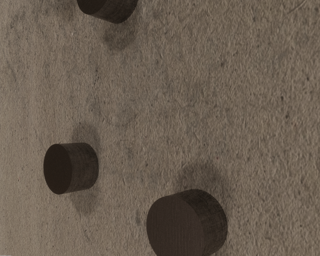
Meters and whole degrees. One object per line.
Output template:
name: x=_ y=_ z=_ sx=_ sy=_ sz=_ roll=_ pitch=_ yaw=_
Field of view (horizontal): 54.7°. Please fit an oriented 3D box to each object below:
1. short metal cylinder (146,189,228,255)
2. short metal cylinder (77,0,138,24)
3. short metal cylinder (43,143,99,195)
short metal cylinder: x=0.031 y=0.115 z=0.362 sx=0.080 sy=0.050 sz=0.079 roll=0 pitch=90 yaw=39
short metal cylinder: x=-0.076 y=-0.198 z=0.449 sx=0.080 sy=0.050 sz=0.079 roll=0 pitch=90 yaw=39
short metal cylinder: x=-0.146 y=0.065 z=0.506 sx=0.080 sy=0.050 sz=0.079 roll=0 pitch=90 yaw=39
